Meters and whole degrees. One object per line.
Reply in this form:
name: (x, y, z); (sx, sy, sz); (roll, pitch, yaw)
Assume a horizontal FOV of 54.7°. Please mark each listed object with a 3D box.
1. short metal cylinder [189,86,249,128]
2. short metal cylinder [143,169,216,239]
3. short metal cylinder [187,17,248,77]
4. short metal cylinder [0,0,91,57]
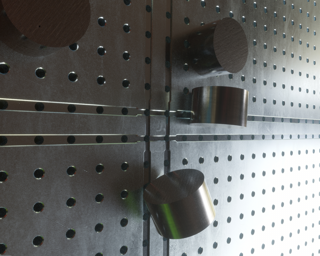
short metal cylinder: (0.084, -0.028, 0.443); (0.081, 0.080, 0.050); (7, 86, -40)
short metal cylinder: (0.025, 0.094, 0.394); (0.081, 0.080, 0.050); (-31, 110, -36)
short metal cylinder: (0.087, -0.119, 0.465); (0.081, 0.050, 0.079); (0, 90, -40)
short metal cylinder: (-0.115, -0.113, 0.296); (0.081, 0.050, 0.079); (0, 90, -40)
